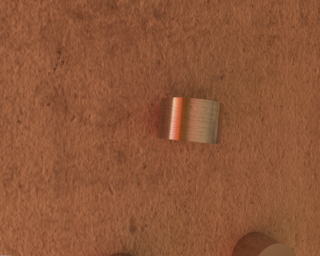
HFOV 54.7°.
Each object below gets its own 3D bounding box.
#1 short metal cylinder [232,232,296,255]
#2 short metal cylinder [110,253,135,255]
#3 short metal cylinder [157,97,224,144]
[{"bbox_3d":[0.153,0.201,0.455,0.081,0.050,0.079,0,90,-21],"label":"short metal cylinder"},{"bbox_3d":[-0.046,0.203,0.380,0.081,0.050,0.079,0,90,-21],"label":"short metal cylinder"},{"bbox_3d":[0.039,-0.008,0.395,0.081,0.080,0.050,6,88,-20],"label":"short metal cylinder"}]
